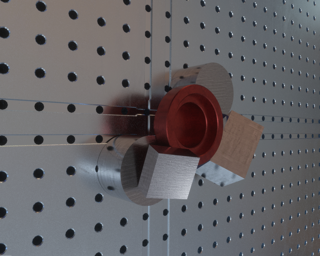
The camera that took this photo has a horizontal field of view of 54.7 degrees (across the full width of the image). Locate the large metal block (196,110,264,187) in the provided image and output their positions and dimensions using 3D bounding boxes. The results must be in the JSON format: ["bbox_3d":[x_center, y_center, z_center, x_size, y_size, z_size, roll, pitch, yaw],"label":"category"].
[{"bbox_3d":[0.096,0.032,0.445,0.050,0.080,0.080,28,69,-1],"label":"large metal block"}]

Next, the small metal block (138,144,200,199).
[{"bbox_3d":[0.009,0.048,0.335,0.050,0.025,0.050,9,104,-28],"label":"small metal block"}]

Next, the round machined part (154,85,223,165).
[{"bbox_3d":[0.031,-0.003,0.386,0.099,0.042,0.097,0,90,-40],"label":"round machined part"}]

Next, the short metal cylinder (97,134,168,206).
[{"bbox_3d":[-0.027,0.048,0.370,0.081,0.050,0.079,0,90,-40],"label":"short metal cylinder"}]

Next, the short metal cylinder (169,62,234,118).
[{"bbox_3d":[0.060,-0.050,0.443,0.081,0.050,0.079,0,90,-40],"label":"short metal cylinder"}]
